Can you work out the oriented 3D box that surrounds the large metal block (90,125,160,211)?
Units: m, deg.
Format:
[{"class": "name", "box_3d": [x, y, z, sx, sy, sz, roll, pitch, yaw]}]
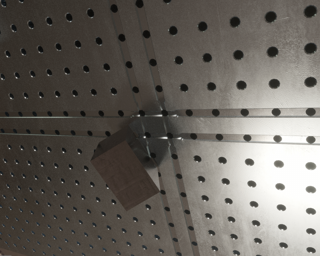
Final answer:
[{"class": "large metal block", "box_3d": [-0.044, 0.050, 0.419, 0.050, 0.080, 0.080, -31, 104, 4]}]
